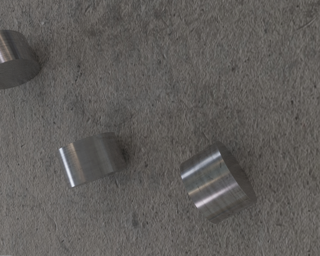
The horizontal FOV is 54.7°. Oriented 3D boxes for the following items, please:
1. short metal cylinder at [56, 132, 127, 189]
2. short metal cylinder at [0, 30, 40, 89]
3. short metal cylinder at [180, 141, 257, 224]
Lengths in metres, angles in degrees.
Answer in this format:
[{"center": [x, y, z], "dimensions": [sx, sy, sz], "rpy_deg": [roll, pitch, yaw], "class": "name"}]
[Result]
[{"center": [-0.090, 0.043, 0.411], "dimensions": [0.080, 0.080, 0.050], "rpy_deg": [-23, 82, 18], "class": "short metal cylinder"}, {"center": [-0.229, -0.100, 0.461], "dimensions": [0.080, 0.080, 0.050], "rpy_deg": [-31, 80, 17], "class": "short metal cylinder"}, {"center": [0.067, 0.061, 0.356], "dimensions": [0.050, 0.080, 0.080], "rpy_deg": [-35, 79, 17], "class": "short metal cylinder"}]
